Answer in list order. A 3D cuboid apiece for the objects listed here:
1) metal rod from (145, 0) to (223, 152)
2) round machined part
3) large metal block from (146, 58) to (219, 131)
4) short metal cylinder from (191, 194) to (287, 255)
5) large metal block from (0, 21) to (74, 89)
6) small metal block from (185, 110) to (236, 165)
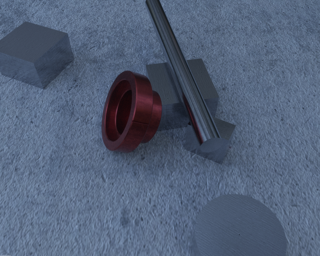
[{"bbox_3d":[0.021,-0.094,0.417,0.025,0.025,0.300,-10,51,-8],"label":"metal rod"},{"bbox_3d":[-0.033,-0.017,0.379,0.042,0.097,0.098,12,44,-30],"label":"round machined part"},{"bbox_3d":[0.027,-0.047,0.427,0.081,0.050,0.080,-8,51,-8],"label":"large metal block"},{"bbox_3d":[0.071,0.111,0.295,0.081,0.050,0.080,0,50,0],"label":"short metal cylinder"},{"bbox_3d":[-0.195,-0.115,0.481,0.080,0.050,0.080,19,53,15],"label":"large metal block"},{"bbox_3d":[0.060,0.012,0.378,0.050,0.050,0.025,22,54,17],"label":"small metal block"}]
